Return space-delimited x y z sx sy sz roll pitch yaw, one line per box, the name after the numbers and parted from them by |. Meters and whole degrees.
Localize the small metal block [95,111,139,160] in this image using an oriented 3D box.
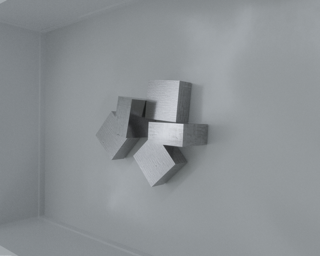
-0.062 0.011 0.453 0.050 0.025 0.050 -52 60 27 | small metal block

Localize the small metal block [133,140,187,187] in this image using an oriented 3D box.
-0.001 0.040 0.403 0.050 0.025 0.050 -48 62 29 | small metal block

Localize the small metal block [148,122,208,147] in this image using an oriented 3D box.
0.022 0.007 0.368 0.050 0.050 0.025 4 93 39 | small metal block

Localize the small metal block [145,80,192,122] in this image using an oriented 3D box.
0.010 -0.035 0.394 0.050 0.025 0.050 8 95 39 | small metal block

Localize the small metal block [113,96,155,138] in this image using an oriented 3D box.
-0.032 -0.014 0.412 0.025 0.050 0.050 16 100 38 | small metal block
